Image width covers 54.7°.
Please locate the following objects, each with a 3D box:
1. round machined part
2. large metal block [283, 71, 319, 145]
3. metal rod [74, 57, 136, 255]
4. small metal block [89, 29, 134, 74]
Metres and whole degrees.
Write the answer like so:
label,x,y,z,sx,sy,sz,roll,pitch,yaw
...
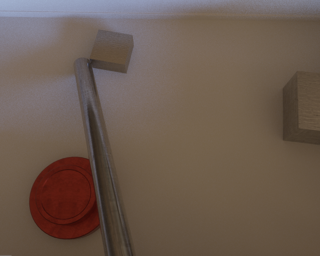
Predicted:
label,x,y,z,sx,sy,sz,roll,pitch,yaw
round machined part,-0.107,0.081,0.370,0.099,0.042,0.098,0,70,-1
large metal block,0.212,-0.024,0.408,0.080,0.050,0.080,7,70,2
metal rod,-0.069,0.014,0.344,0.025,0.025,0.300,-16,48,-6
small metal block,-0.069,-0.111,0.449,0.050,0.025,0.050,10,70,3
